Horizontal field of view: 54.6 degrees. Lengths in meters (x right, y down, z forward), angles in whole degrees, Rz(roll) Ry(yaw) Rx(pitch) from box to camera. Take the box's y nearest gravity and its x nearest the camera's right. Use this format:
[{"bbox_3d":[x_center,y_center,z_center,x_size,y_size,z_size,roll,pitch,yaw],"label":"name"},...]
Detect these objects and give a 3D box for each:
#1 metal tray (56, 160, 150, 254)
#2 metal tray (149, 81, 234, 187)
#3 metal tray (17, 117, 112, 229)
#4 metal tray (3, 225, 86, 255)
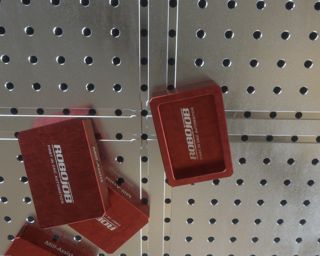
[{"bbox_3d":[-0.090,0.115,0.452,0.130,0.030,0.090,42,105,-14],"label":"metal tray"},{"bbox_3d":[0.043,0.010,0.414,0.090,0.030,0.129,-11,110,4],"label":"metal tray"},{"bbox_3d":[-0.124,0.058,0.407,0.090,0.030,0.129,-14,90,7],"label":"metal tray"},{"bbox_3d":[-0.182,0.221,0.491,0.130,0.030,0.090,33,107,-12],"label":"metal tray"}]
